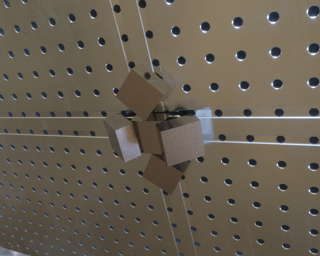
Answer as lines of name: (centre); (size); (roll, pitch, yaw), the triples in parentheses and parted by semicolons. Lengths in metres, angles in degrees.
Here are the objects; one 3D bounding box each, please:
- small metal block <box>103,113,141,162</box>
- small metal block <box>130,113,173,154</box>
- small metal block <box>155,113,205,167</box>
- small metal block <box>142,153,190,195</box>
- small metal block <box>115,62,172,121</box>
small metal block: (-0.053, 0.012, 0.431); (0.050, 0.025, 0.050); (34, 143, 55)
small metal block: (-0.007, 0.007, 0.419); (0.050, 0.025, 0.050); (1, 118, 27)
small metal block: (0.026, 0.015, 0.389); (0.050, 0.025, 0.050); (-16, 116, -9)
small metal block: (0.008, 0.060, 0.444); (0.050, 0.025, 0.050); (31, 129, 10)
small metal block: (-0.021, -0.046, 0.395); (0.050, 0.025, 0.050); (40, 129, 2)
